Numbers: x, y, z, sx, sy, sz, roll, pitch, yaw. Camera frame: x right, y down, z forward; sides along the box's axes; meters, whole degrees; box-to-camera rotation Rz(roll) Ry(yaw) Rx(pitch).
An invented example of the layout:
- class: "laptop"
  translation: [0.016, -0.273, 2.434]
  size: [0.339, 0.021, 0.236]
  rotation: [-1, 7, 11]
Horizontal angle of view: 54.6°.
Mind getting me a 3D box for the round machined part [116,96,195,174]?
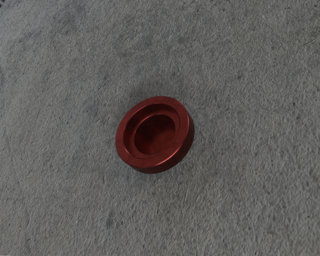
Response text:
- class: "round machined part"
  translation: [-0.003, 0.012, 0.388]
  size: [0.098, 0.042, 0.098]
  rotation: [-13, 56, 21]
